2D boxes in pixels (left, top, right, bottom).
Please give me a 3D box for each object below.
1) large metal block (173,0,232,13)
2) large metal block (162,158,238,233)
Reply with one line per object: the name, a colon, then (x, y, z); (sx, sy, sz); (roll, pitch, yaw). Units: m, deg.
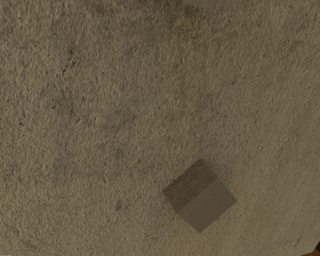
large metal block: (0.033, -0.161, 0.290); (0.050, 0.080, 0.079); (-1, 119, -28)
large metal block: (0.064, 0.109, 0.493); (0.080, 0.050, 0.080); (-41, 130, 0)
